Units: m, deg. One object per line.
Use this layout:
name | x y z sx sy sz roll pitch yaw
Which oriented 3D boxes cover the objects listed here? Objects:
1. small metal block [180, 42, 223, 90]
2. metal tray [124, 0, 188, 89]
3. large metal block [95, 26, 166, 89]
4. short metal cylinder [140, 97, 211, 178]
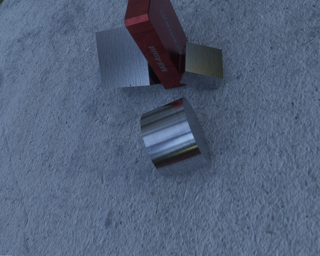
small metal block | 0.054 -0.082 0.410 0.050 0.025 0.050 10 60 -10
metal tray | 0.002 -0.124 0.410 0.030 0.130 0.090 -8 57 22
large metal block | -0.041 -0.101 0.446 0.080 0.050 0.079 0 101 28
short metal cylinder | 0.019 0.011 0.352 0.050 0.080 0.080 -22 54 15
